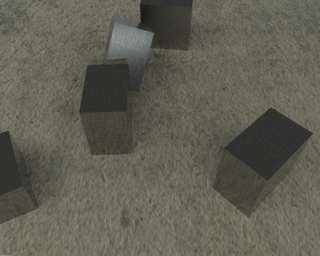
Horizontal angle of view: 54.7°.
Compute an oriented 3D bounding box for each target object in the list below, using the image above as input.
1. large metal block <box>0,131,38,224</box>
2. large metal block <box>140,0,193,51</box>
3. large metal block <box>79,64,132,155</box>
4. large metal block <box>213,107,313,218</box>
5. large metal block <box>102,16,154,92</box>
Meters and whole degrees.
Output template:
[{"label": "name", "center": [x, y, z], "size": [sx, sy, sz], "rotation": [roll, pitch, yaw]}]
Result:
[{"label": "large metal block", "center": [-0.189, 0.060, 0.334], "size": [0.081, 0.050, 0.080], "rotation": [-21, 53, -17]}, {"label": "large metal block", "center": [0.012, -0.181, 0.519], "size": [0.080, 0.080, 0.050], "rotation": [5, 50, 3]}, {"label": "large metal block", "center": [-0.062, -0.022, 0.385], "size": [0.050, 0.080, 0.080], "rotation": [-2, 50, -2]}, {"label": "large metal block", "center": [0.108, 0.038, 0.337], "size": [0.080, 0.080, 0.050], "rotation": [-36, 59, -26]}, {"label": "large metal block", "center": [-0.049, -0.106, 0.432], "size": [0.050, 0.079, 0.080], "rotation": [10, 23, -16]}]
